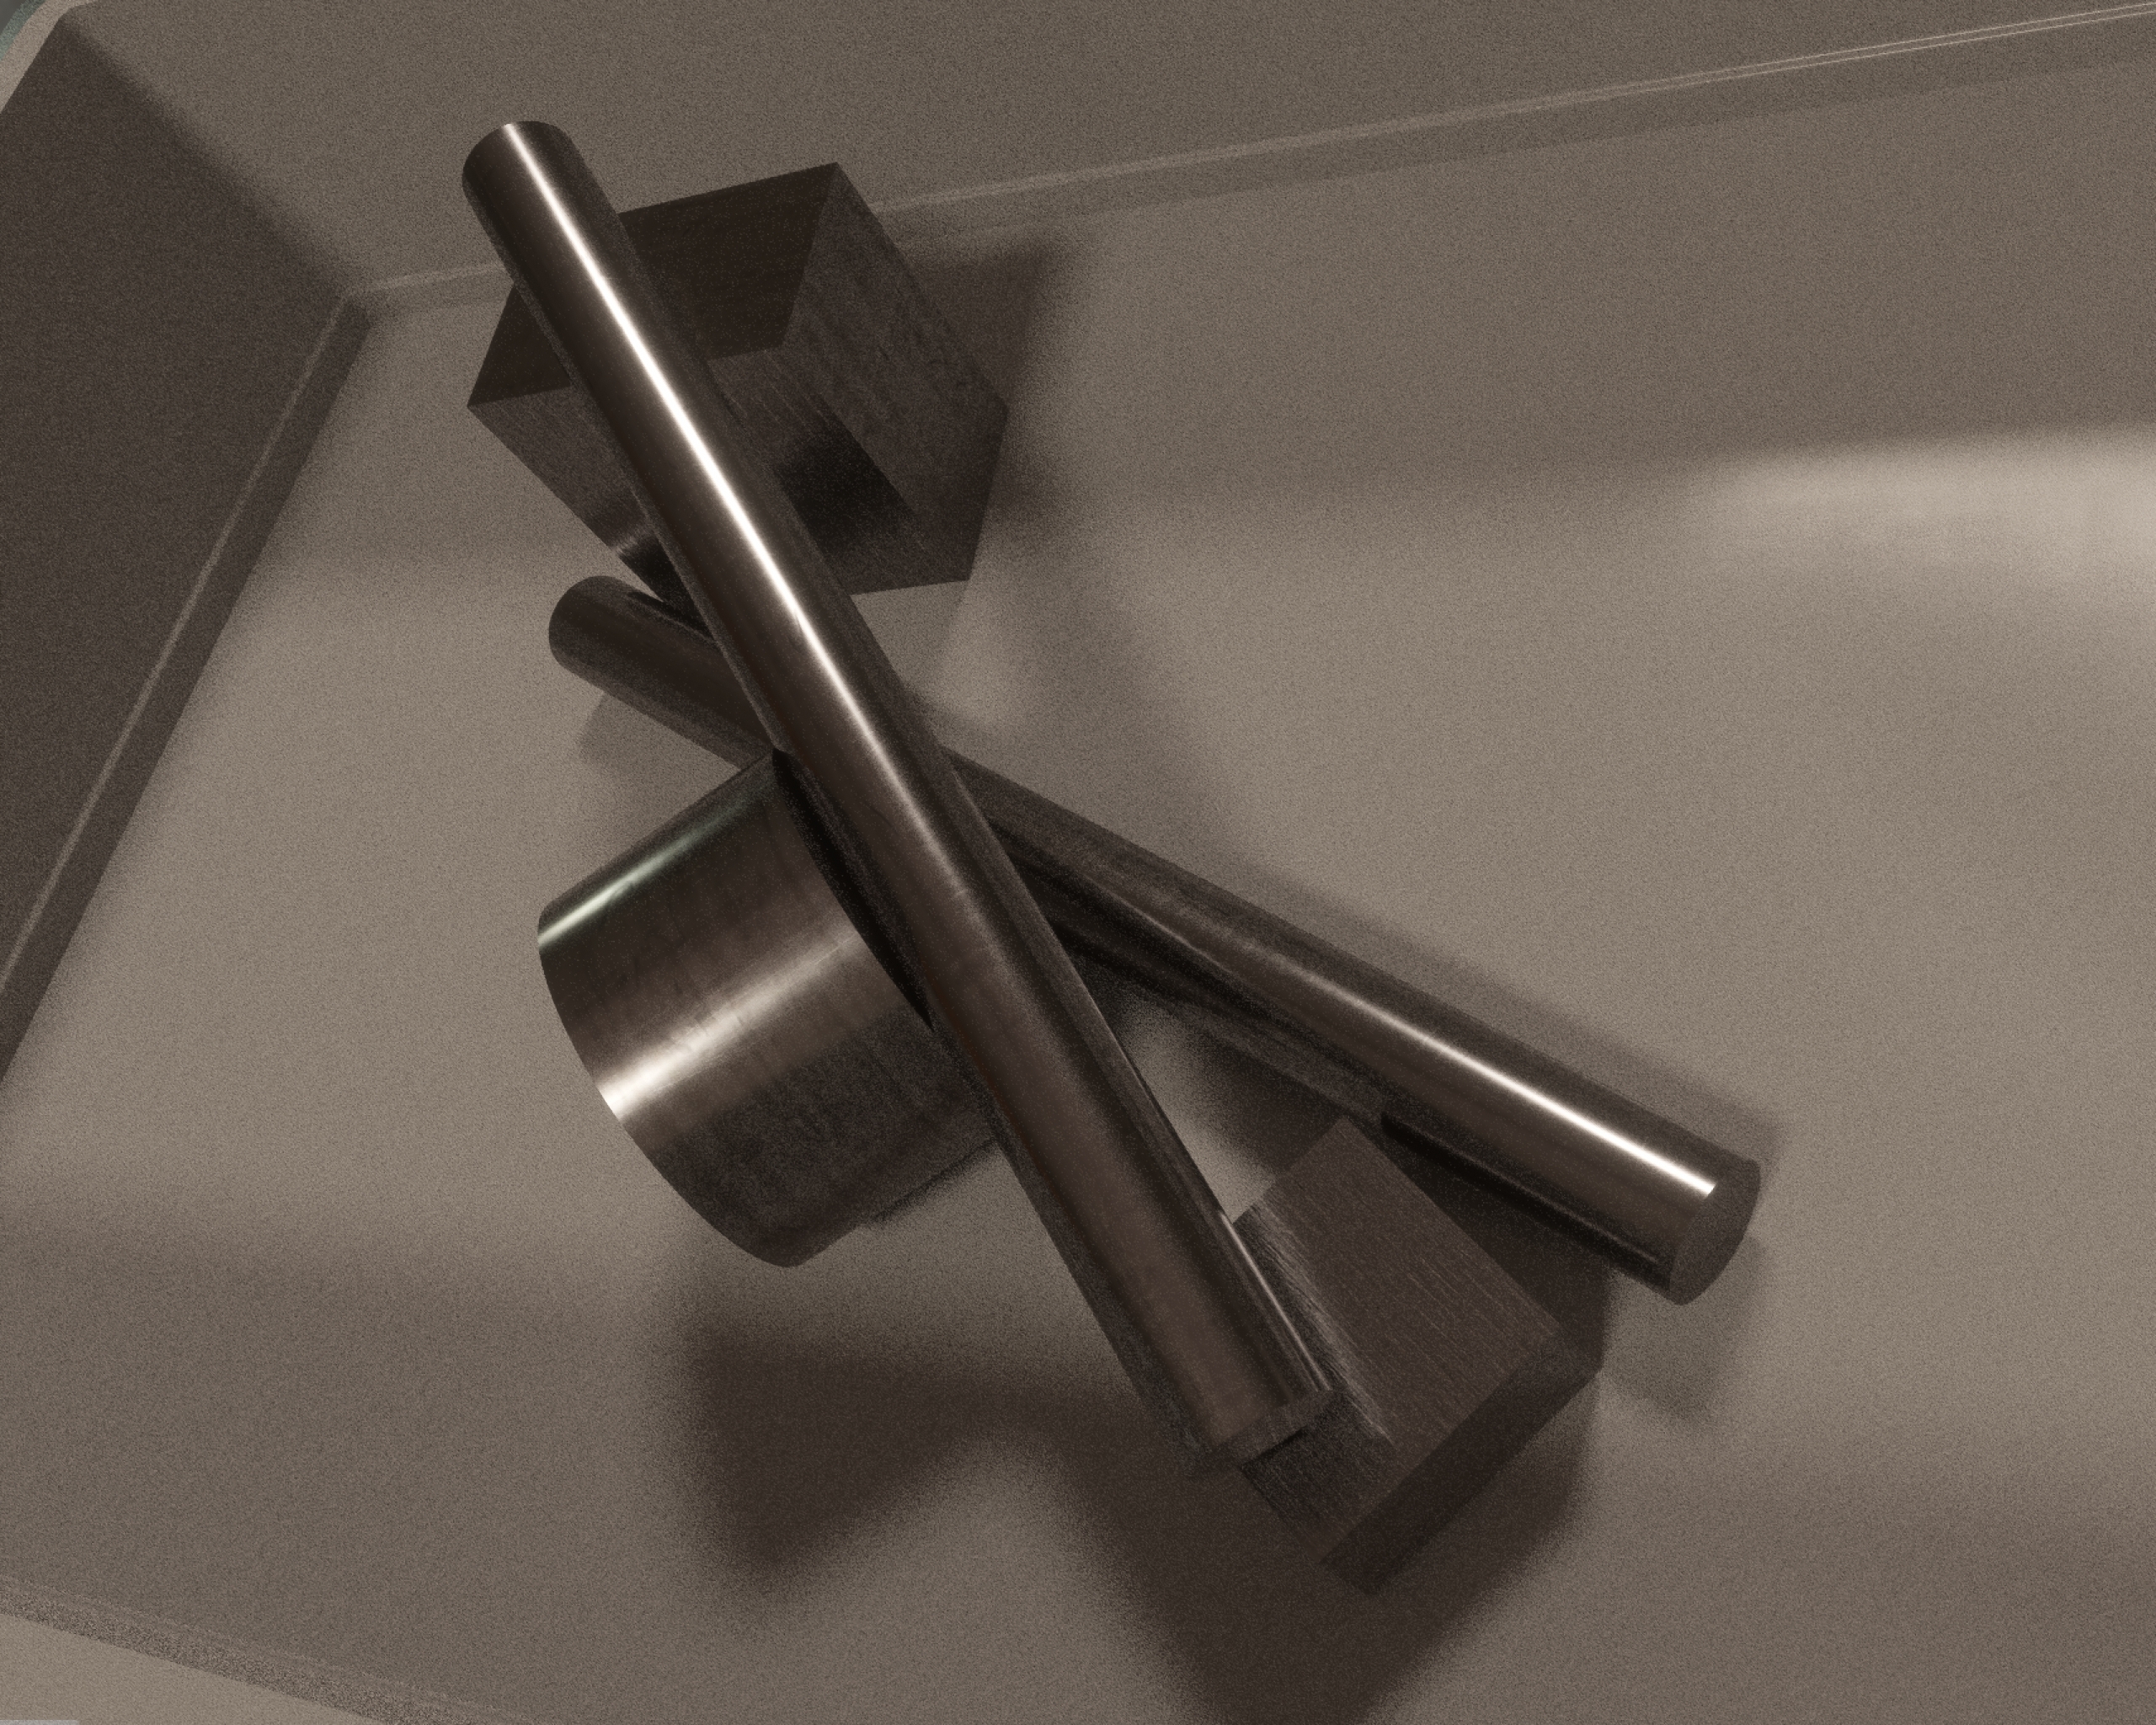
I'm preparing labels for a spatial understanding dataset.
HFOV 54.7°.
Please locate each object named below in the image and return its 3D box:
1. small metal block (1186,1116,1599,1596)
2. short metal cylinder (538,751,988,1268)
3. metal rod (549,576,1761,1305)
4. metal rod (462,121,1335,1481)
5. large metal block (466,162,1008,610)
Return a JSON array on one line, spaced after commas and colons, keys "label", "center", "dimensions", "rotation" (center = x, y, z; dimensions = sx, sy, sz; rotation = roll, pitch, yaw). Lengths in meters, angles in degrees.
[{"label": "small metal block", "center": [0.044, 0.078, 0.332], "dimensions": [0.050, 0.025, 0.050], "rotation": [-44, 51, -3]}, {"label": "short metal cylinder", "center": [-0.051, 0.025, 0.377], "dimensions": [0.050, 0.080, 0.080], "rotation": [-35, 52, 5]}, {"label": "metal rod", "center": [-0.009, 0.000, 0.407], "dimensions": [0.300, 0.025, 0.025], "rotation": [28, 77, 37]}, {"label": "metal rod", "center": [-0.045, -0.030, 0.370], "dimensions": [0.025, 0.025, 0.299], "rotation": [-35, 64, 5]}, {"label": "large metal block", "center": [-0.073, -0.102, 0.469], "dimensions": [0.080, 0.080, 0.050], "rotation": [-4, 60, 26]}]
